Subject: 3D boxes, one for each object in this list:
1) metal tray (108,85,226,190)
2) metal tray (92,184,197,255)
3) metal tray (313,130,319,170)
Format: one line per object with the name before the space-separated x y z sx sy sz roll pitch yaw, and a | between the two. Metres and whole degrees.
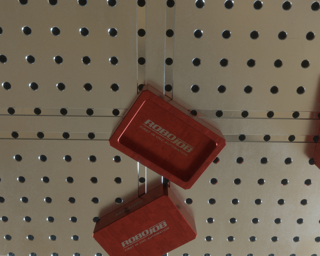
metal tray | 0.010 0.014 0.416 0.130 0.030 0.090 32 107 -12
metal tray | -0.022 0.153 0.467 0.130 0.030 0.090 -31 108 10
metal tray | 0.267 -0.001 0.414 0.091 0.030 0.129 1 110 -1
